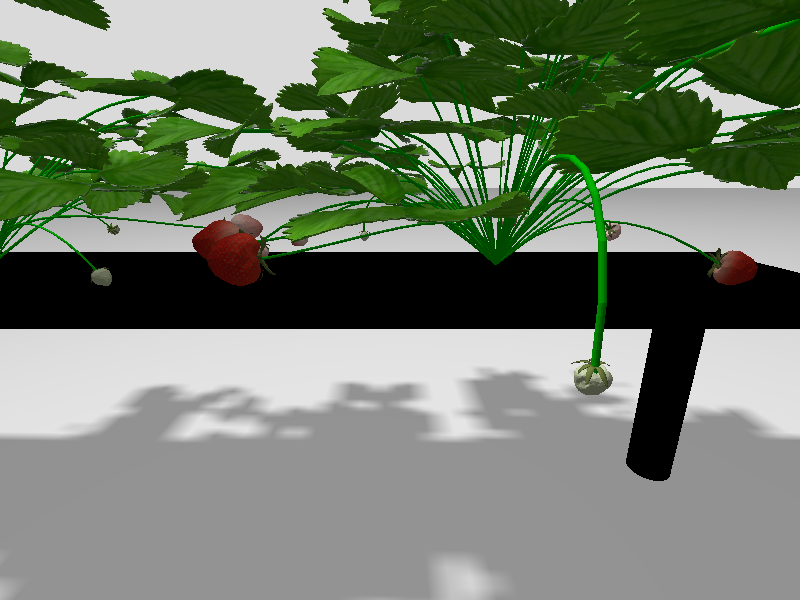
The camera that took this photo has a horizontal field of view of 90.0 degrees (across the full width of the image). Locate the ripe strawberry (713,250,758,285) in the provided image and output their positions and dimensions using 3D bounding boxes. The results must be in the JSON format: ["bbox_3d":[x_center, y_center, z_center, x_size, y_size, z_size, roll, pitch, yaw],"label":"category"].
[{"bbox_3d":[0.237,-0.022,0.283,0.024,0.025,0.022,22,24,19],"label":"ripe strawberry"}]

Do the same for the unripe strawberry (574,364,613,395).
[{"bbox_3d":[0.059,0.025,0.123,0.011,0.010,0.010,2,17,6],"label":"unripe strawberry"}]

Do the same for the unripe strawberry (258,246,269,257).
[{"bbox_3d":[-0.129,-0.043,0.360,0.020,0.019,0.018,30,16,-7],"label":"unripe strawberry"}]

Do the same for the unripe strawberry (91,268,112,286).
[{"bbox_3d":[-0.213,-0.016,0.286,0.013,0.013,0.012,40,29,10],"label":"unripe strawberry"}]

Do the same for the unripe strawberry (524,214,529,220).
[{"bbox_3d":[0.175,-0.112,0.548,0.011,0.010,0.010,7,19,22],"label":"unripe strawberry"}]

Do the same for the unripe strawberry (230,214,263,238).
[{"bbox_3d":[-0.181,-0.085,0.470,0.037,0.032,0.037,-11,20,-32],"label":"unripe strawberry"}]

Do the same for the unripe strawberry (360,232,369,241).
[{"bbox_3d":[-0.042,-0.076,0.477,0.011,0.011,0.010,-16,24,-42],"label":"unripe strawberry"}]

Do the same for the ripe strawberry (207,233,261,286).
[{"bbox_3d":[-0.117,-0.029,0.285,0.035,0.037,0.033,-6,18,-18],"label":"ripe strawberry"}]

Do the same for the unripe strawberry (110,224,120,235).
[{"bbox_3d":[-0.384,-0.095,0.540,0.013,0.014,0.014,-2,5,-5],"label":"unripe strawberry"}]

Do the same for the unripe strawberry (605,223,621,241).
[{"bbox_3d":[0.256,-0.083,0.482,0.022,0.023,0.021,7,9,-41],"label":"unripe strawberry"}]

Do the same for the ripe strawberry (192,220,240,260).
[{"bbox_3d":[-0.160,-0.049,0.351,0.042,0.041,0.039,-1,17,0],"label":"ripe strawberry"}]

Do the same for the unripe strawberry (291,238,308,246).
[{"bbox_3d":[-0.113,-0.068,0.446,0.019,0.019,0.018,-31,0,31],"label":"unripe strawberry"}]

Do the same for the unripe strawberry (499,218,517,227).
[{"bbox_3d":[0.156,-0.113,0.580,0.027,0.024,0.024,5,-29,16],"label":"unripe strawberry"}]
